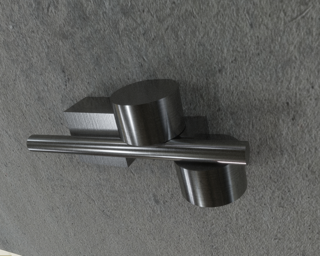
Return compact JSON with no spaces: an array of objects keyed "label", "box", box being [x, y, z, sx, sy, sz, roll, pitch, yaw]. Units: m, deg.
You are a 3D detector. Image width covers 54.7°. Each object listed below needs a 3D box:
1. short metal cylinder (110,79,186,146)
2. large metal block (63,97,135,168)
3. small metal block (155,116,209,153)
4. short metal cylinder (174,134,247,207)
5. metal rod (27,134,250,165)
[{"label":"short metal cylinder","box":[-0.013,-0.021,0.367,0.080,0.080,0.050,2,120,27]},{"label":"large metal block","box":[-0.075,0.004,0.428,0.080,0.050,0.079,3,120,26]},{"label":"small metal block","box":[0.028,0.008,0.380,0.050,0.050,0.025,1,119,27]},{"label":"short metal cylinder","box":[0.060,0.048,0.369,0.080,0.080,0.050,0,118,28]},{"label":"metal rod","box":[-0.046,0.024,0.380,0.301,0.025,0.025,1,119,26]}]
